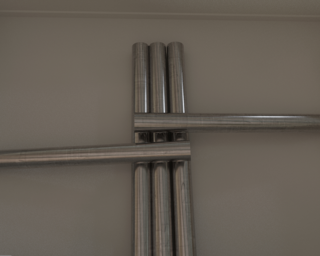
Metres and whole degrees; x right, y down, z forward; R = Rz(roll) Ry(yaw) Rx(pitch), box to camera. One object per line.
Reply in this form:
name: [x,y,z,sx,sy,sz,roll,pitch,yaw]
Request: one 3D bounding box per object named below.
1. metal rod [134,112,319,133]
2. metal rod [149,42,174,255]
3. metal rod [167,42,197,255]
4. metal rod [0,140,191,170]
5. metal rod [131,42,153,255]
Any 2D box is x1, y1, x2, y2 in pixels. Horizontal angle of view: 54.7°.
metal rod: [0.119,-0.006,0.394,0.302,0.025,0.025,0,70,-7]
metal rod: [0.000,0.022,0.400,0.025,0.025,0.299,-1,70,-1]
metal rod: [0.026,0.022,0.401,0.025,0.025,0.299,-1,70,-1]
metal rod: [-0.114,0.035,0.377,0.302,0.025,0.025,-3,70,5]
metal rod: [-0.024,0.023,0.400,0.025,0.025,0.299,-1,70,-1]
